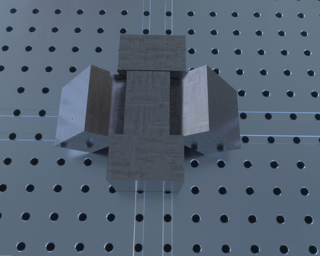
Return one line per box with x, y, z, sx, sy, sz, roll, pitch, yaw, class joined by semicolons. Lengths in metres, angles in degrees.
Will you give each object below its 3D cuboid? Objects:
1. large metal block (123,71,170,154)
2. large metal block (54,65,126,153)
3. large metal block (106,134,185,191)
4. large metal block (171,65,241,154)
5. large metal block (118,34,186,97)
-0.014;-0.016;0.387;0.050;0.080;0.080;1;70;0;large metal block
-0.085;-0.019;0.382;0.050;0.080;0.080;16;66;-37;large metal block
-0.015;0.044;0.365;0.081;0.080;0.050;1;70;0;large metal block
0.057;-0.018;0.381;0.050;0.080;0.080;-14;65;35;large metal block
-0.009;-0.078;0.410;0.081;0.080;0.050;1;70;0;large metal block
